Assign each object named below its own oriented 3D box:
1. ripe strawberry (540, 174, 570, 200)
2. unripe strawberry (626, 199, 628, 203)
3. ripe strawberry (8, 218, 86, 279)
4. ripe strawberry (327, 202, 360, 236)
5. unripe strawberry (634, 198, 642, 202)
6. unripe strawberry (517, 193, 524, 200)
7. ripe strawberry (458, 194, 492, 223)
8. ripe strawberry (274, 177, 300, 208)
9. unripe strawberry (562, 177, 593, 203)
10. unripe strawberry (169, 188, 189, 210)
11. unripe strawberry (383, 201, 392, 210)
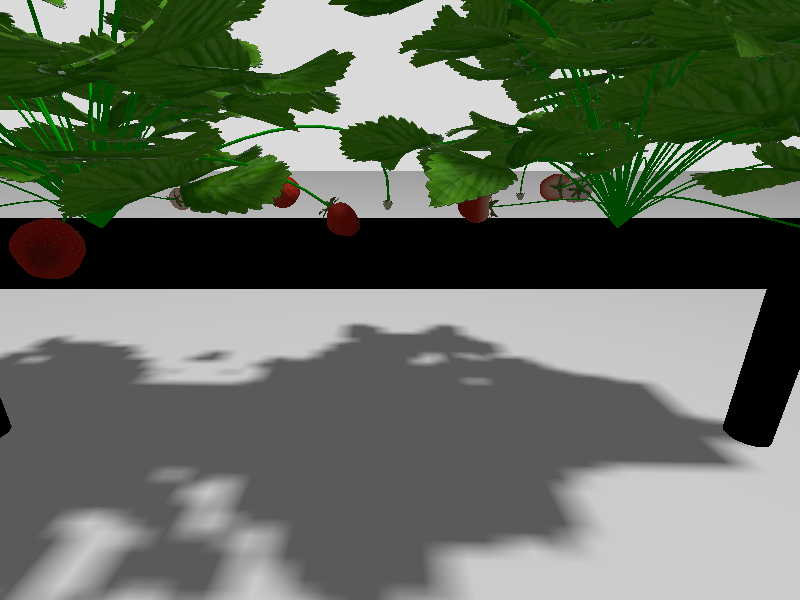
[{"bbox_3d":[0.218,-0.159,0.564,0.042,0.036,0.042,2,19,6],"label":"ripe strawberry"},{"bbox_3d":[0.267,-0.120,0.485,0.016,0.016,0.014,10,22,26],"label":"unripe strawberry"},{"bbox_3d":[-0.172,-0.024,0.196,0.029,0.030,0.031,-11,23,-27],"label":"ripe strawberry"},{"bbox_3d":[-0.043,-0.061,0.306,0.027,0.023,0.027,42,22,-5],"label":"ripe strawberry"},{"bbox_3d":[0.285,-0.117,0.477,0.011,0.011,0.010,13,23,32],"label":"unripe strawberry"},{"bbox_3d":[0.160,-0.137,0.533,0.009,0.010,0.010,-3,20,-8],"label":"unripe strawberry"},{"bbox_3d":[0.069,-0.088,0.370,0.030,0.032,0.028,4,20,12],"label":"ripe strawberry"},{"bbox_3d":[-0.137,-0.131,0.481,0.034,0.039,0.037,16,24,37],"label":"ripe strawberry"},{"bbox_3d":[0.234,-0.146,0.532,0.038,0.032,0.038,4,13,12],"label":"unripe strawberry"},{"bbox_3d":[-0.258,-0.120,0.475,0.024,0.025,0.026,0,19,1],"label":"unripe strawberry"},{"bbox_3d":[-0.014,-0.107,0.454,0.010,0.010,0.011,-9,21,-23],"label":"unripe strawberry"}]
